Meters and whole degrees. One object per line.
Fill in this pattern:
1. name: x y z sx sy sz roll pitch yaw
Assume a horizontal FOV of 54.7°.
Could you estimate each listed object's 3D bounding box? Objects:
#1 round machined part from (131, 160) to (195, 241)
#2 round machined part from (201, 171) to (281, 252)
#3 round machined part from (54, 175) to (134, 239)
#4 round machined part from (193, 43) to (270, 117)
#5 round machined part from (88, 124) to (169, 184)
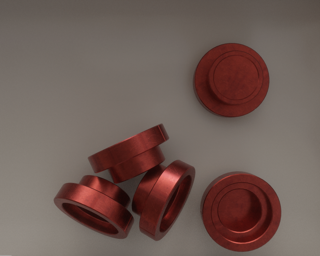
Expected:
1. round machined part: 0.002 0.083 0.379 0.042 0.098 0.098 25 90 21
2. round machined part: 0.101 0.105 0.404 0.099 0.042 0.097 0 90 -1
3. round machined part: -0.076 0.094 0.382 0.098 0.097 0.042 27 57 -1
4. round machined part: 0.095 -0.063 0.404 0.099 0.042 0.097 0 90 -1
5. round machined part: -0.033 0.034 0.375 0.098 0.098 0.042 -25 90 0
